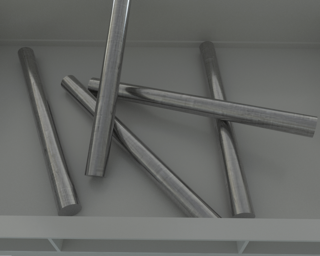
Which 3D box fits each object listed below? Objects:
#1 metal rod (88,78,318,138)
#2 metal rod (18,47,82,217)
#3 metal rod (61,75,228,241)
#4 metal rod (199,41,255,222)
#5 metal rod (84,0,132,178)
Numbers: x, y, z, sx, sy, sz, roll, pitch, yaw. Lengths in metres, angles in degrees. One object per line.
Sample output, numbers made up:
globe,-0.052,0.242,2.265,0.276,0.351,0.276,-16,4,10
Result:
metal rod,0.039,-0.032,0.405,0.301,0.025,0.025,13,51,20
metal rod,-0.157,-0.017,0.417,0.025,0.025,0.300,-19,53,-15
metal rod,-0.038,0.019,0.388,0.025,0.025,0.300,-34,58,-25
metal rod,0.083,-0.020,0.422,0.025,0.025,0.300,-1,50,-1
metal rod,-0.061,-0.087,0.400,0.025,0.025,0.299,5,74,4
